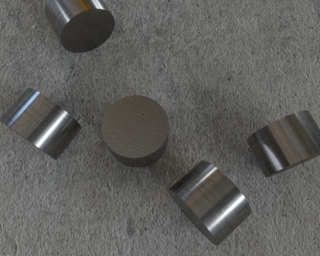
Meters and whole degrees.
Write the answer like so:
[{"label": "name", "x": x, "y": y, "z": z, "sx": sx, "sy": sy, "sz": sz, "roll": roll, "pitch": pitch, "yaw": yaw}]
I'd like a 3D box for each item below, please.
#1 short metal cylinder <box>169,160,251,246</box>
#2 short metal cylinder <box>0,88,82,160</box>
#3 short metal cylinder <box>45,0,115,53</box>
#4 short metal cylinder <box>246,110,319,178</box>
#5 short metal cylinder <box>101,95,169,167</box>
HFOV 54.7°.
[{"label": "short metal cylinder", "x": 0.054, "y": 0.083, "z": 0.349, "sx": 0.050, "sy": 0.080, "sz": 0.080, "roll": -39, "pitch": 75, "yaw": -13}, {"label": "short metal cylinder", "x": -0.144, "y": -0.004, "z": 0.379, "sx": 0.080, "sy": 0.080, "sz": 0.050, "roll": 32, "pitch": 73, "yaw": 11}, {"label": "short metal cylinder", "x": -0.111, "y": -0.152, "z": 0.434, "sx": 0.080, "sy": 0.080, "sz": 0.050, "roll": -29, "pitch": 73, "yaw": -10}, {"label": "short metal cylinder", "x": 0.153, "y": 0.020, "z": 0.372, "sx": 0.080, "sy": 0.080, "sz": 0.050, "roll": -20, "pitch": 72, "yaw": -7}, {"label": "short metal cylinder", "x": -0.029, "y": 0.005, "z": 0.393, "sx": 0.081, "sy": 0.050, "sz": 0.080, "roll": 0, "pitch": 70, "yaw": 0}]
